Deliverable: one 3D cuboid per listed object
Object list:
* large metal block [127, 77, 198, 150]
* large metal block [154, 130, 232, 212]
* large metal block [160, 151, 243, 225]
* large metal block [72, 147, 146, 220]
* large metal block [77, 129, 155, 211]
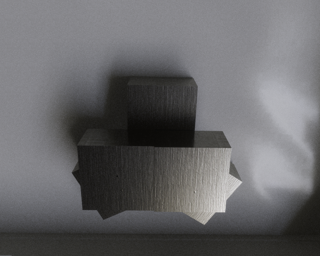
[{"bbox_3d":[0.002,-0.020,0.389,0.081,0.050,0.079,1,110,-1],"label":"large metal block"},{"bbox_3d":[0.034,0.049,0.360,0.081,0.050,0.079,1,110,-1],"label":"large metal block"},{"bbox_3d":[0.049,0.070,0.421,0.080,0.050,0.080,33,107,-11],"label":"large metal block"},{"bbox_3d":[-0.057,0.065,0.419,0.080,0.050,0.080,-25,108,8],"label":"large metal block"},{"bbox_3d":[-0.047,0.047,0.360,0.081,0.050,0.079,1,110,-1],"label":"large metal block"}]
